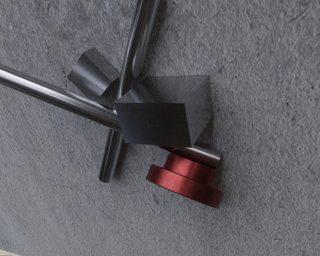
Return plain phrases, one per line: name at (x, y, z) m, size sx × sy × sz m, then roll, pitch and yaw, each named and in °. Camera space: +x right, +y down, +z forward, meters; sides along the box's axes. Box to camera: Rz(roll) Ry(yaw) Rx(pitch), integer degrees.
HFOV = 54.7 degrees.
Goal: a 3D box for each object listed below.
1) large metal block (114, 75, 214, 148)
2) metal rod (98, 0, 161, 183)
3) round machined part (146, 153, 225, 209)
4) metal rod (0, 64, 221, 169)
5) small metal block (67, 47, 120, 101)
large metal block at (0.008, -0.022, 0.352) m, size 0.080 × 0.080 × 0.050 m, roll 3°, pitch 120°, yaw 26°
metal rod at (-0.048, -0.033, 0.409) m, size 0.025 × 0.025 × 0.298 m, roll 27°, pitch 128°, yaw 10°
round machined part at (0.035, 0.064, 0.393) m, size 0.098 × 0.098 × 0.042 m, roll 20°, pitch 82°, yaw 16°
metal rod at (-0.067, -0.014, 0.395) m, size 0.301 × 0.025 × 0.025 m, roll 22°, pitch 127°, yaw 0°
small metal block at (-0.087, -0.069, 0.408) m, size 0.050 × 0.025 × 0.050 m, roll 46°, pitch 129°, yaw -4°
